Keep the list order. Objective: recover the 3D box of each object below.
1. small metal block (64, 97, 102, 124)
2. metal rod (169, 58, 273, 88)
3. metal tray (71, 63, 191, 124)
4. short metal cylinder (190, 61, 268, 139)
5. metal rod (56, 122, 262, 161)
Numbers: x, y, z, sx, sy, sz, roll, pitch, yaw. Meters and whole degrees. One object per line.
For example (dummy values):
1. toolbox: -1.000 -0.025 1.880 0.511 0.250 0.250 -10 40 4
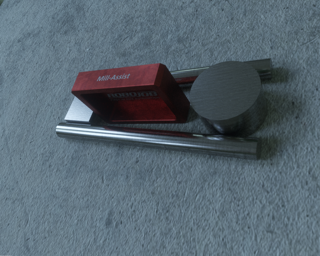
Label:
1. small metal block: -0.113 -0.027 0.482 0.050 0.025 0.050 5 64 30
2. metal rod: 0.002 -0.068 0.446 0.300 0.025 0.025 -2 61 27
3. metal tray: -0.037 -0.040 0.406 0.130 0.090 0.030 0 62 28
4. short metal cylinder: 0.082 -0.032 0.365 0.080 0.050 0.080 -13 56 21
5. metal rod: -0.023 0.013 0.410 0.300 0.025 0.025 4 64 30
